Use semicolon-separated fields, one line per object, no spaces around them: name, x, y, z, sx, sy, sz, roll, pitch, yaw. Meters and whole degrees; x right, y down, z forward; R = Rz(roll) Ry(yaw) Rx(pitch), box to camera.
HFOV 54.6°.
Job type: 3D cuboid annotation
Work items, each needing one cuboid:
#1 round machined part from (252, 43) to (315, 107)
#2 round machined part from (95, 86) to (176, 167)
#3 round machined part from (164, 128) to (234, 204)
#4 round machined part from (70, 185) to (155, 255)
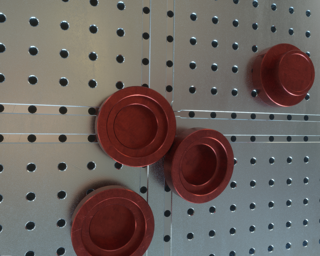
round machined part;0.195;-0.081;0.475;0.099;0.042;0.097;0;90;-20
round machined part;-0.033;-0.002;0.391;0.099;0.042;0.097;0;90;-20
round machined part;0.048;0.047;0.416;0.099;0.042;0.097;-3;97;-28
round machined part;-0.060;0.119;0.382;0.099;0.042;0.097;0;90;-20
